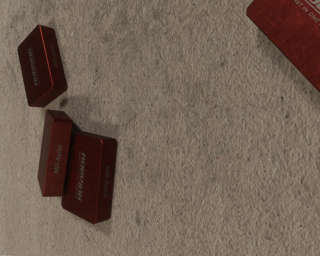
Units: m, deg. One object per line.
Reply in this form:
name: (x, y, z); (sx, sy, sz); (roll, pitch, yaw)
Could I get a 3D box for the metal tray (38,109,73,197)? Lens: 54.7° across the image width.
metal tray: (-0.180, 0.040, 0.526); (0.090, 0.030, 0.129); (26, 108, 60)

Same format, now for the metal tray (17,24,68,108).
metal tray: (-0.223, -0.114, 0.582); (0.090, 0.030, 0.129); (-26, 74, 36)

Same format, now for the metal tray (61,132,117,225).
metal tray: (-0.114, 0.075, 0.493); (0.090, 0.030, 0.129); (10, 96, 39)

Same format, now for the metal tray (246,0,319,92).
metal tray: (0.152, -0.095, 0.276); (0.090, 0.030, 0.130); (-46, 63, 30)
